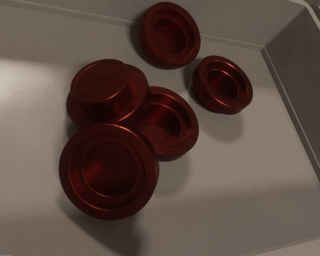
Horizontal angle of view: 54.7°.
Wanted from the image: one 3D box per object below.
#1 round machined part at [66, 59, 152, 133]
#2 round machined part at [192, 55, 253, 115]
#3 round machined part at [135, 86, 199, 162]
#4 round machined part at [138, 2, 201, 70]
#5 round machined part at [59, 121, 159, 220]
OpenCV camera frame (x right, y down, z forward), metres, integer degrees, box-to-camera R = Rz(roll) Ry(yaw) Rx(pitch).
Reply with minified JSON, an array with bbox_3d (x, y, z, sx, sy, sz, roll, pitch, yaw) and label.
[{"bbox_3d":[-0.062,-0.041,0.356,0.098,0.042,0.098,-7,53,10],"label":"round machined part"},{"bbox_3d":[0.093,-0.062,0.485,0.099,0.042,0.098,14,56,-21],"label":"round machined part"},{"bbox_3d":[-0.003,-0.002,0.395,0.099,0.042,0.098,14,56,-21],"label":"round machined part"},{"bbox_3d":[0.010,-0.136,0.473,0.099,0.042,0.097,5,80,-29],"label":"round machined part"},{"bbox_3d":[-0.049,0.041,0.321,0.098,0.098,0.042,42,11,0],"label":"round machined part"}]
